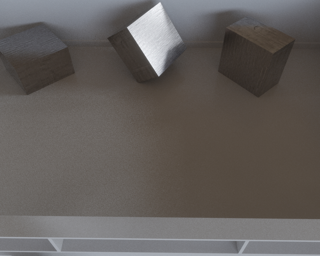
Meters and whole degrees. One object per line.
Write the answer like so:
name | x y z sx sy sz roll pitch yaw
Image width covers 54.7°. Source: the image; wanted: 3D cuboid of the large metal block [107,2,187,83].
large metal block | -0.017 -0.128 0.468 0.050 0.080 0.080 -6 35 49

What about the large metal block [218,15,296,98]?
large metal block | 0.139 -0.106 0.459 0.050 0.080 0.080 -34 58 -25

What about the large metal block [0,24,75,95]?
large metal block | -0.192 -0.108 0.478 0.080 0.050 0.080 -33 57 -24
